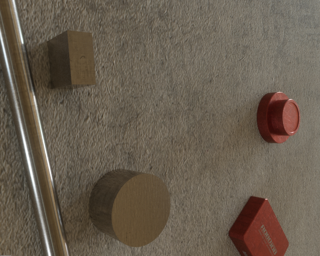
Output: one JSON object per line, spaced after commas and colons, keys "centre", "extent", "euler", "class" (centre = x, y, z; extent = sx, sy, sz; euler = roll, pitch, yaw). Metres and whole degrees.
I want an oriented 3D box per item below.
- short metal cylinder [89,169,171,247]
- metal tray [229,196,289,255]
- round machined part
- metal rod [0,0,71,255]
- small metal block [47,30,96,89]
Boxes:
{"centre": [-0.034, 0.090, 0.360], "extent": [0.081, 0.050, 0.080], "euler": [0, 90, -40], "class": "short metal cylinder"}
{"centre": [0.180, 0.198, 0.552], "extent": [0.090, 0.030, 0.130], "euler": [-46, 118, -30], "class": "metal tray"}
{"centre": [0.229, -0.020, 0.585], "extent": [0.099, 0.042, 0.097], "euler": [0, 90, -40], "class": "round machined part"}
{"centre": [-0.127, -0.005, 0.298], "extent": [0.025, 0.025, 0.298], "euler": [-15, 100, -39], "class": "metal rod"}
{"centre": [-0.090, -0.066, 0.313], "extent": [0.025, 0.050, 0.050], "euler": [-7, 94, -40], "class": "small metal block"}
